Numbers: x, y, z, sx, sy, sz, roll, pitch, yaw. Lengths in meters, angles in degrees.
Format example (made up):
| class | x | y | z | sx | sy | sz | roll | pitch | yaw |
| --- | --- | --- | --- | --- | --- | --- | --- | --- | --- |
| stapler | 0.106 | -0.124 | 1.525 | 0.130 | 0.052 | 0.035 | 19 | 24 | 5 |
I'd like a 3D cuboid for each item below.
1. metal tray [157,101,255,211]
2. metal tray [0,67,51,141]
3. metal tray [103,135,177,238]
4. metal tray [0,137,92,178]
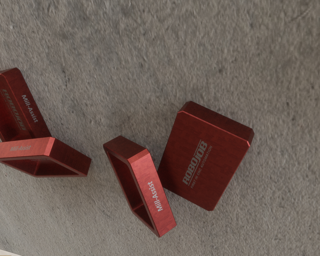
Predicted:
| class | x | y | z | sx | sy | sz | roll | pitch | yaw |
| --- | --- | --- | --- | --- | --- | --- | --- | --- | --- |
| metal tray | 0.052 | 0.040 | 0.400 | 0.090 | 0.030 | 0.129 | 26 | 128 | 11 |
| metal tray | -0.245 | -0.028 | 0.511 | 0.090 | 0.030 | 0.129 | -4 | 117 | 29 |
| metal tray | -0.029 | 0.081 | 0.439 | 0.090 | 0.030 | 0.129 | 20 | 134 | 57 |
| metal tray | -0.190 | 0.051 | 0.503 | 0.130 | 0.030 | 0.090 | -6 | 150 | 30 |
